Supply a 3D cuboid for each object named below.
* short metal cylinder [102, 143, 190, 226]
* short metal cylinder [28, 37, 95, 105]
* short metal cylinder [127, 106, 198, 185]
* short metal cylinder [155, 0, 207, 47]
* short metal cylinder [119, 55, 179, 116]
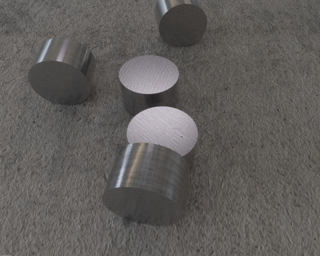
[{"bbox_3d":[-0.013,0.059,0.318,0.080,0.080,0.050,8,51,7],"label":"short metal cylinder"},{"bbox_3d":[-0.134,-0.078,0.432,0.080,0.080,0.050,1,50,1],"label":"short metal cylinder"},{"bbox_3d":[0.003,0.020,0.370,0.080,0.050,0.080,0,50,0],"label":"short metal cylinder"},{"bbox_3d":[0.034,-0.185,0.523,0.081,0.080,0.050,-7,51,-6],"label":"short metal cylinder"},{"bbox_3d":[-0.015,-0.058,0.435,0.080,0.050,0.080,0,50,0],"label":"short metal cylinder"}]
